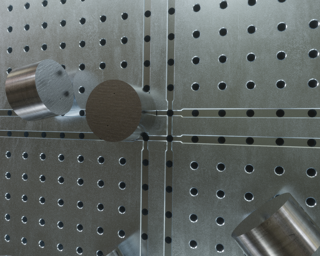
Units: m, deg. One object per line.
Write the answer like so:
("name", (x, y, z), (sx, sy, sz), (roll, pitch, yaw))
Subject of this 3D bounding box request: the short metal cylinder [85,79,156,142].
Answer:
("short metal cylinder", (-0.052, -0.022, 0.417), (0.080, 0.050, 0.079), (0, 90, 20))

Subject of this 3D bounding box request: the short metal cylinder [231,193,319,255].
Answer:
("short metal cylinder", (0.126, 0.115, 0.339), (0.080, 0.080, 0.050), (-41, 77, 15))

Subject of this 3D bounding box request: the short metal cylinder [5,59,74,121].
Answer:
("short metal cylinder", (-0.169, -0.053, 0.443), (0.050, 0.080, 0.080), (-11, 87, 20))

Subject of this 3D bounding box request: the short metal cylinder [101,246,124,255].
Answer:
("short metal cylinder", (-0.077, 0.202, 0.411), (0.080, 0.080, 0.050), (-36, 79, 16))
